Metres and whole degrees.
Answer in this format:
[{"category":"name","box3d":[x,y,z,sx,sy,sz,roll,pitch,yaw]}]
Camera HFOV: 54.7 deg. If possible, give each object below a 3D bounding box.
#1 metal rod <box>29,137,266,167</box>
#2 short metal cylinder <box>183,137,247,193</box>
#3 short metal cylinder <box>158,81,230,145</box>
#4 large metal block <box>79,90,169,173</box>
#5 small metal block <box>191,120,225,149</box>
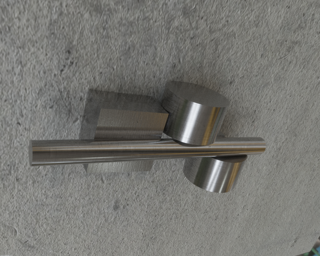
[{"category":"metal rod","box3d":[0.010,0.024,0.364,0.303,0.025,0.025,0,118,-30]},{"category":"short metal cylinder","box3d":[0.078,0.048,0.447,0.081,0.080,0.050,0,119,-29]},{"category":"short metal cylinder","box3d":[0.039,-0.020,0.384,0.081,0.080,0.050,2,118,-30]},{"category":"large metal block","box3d":[-0.046,0.005,0.367,0.081,0.050,0.079,3,117,-30]},{"category":"small metal block","box3d":[0.051,0.008,0.425,0.050,0.050,0.025,1,118,-29]}]
